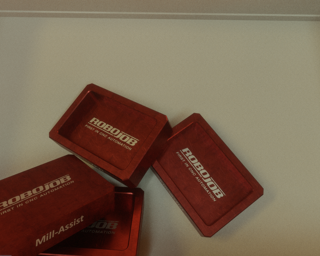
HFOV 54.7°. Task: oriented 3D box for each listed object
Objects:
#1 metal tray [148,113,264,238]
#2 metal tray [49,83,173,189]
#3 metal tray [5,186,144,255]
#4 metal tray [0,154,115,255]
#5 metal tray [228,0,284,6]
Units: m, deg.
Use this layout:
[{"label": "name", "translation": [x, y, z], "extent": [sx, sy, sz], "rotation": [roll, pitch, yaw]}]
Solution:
[{"label": "metal tray", "translation": [0.050, 0.056, 0.386], "extent": [0.090, 0.030, 0.130], "rotation": [-35, 74, -12]}, {"label": "metal tray", "translation": [-0.062, 0.005, 0.385], "extent": [0.130, 0.030, 0.090], "rotation": [25, 71, 26]}, {"label": "metal tray", "translation": [-0.086, 0.107, 0.344], "extent": [0.131, 0.030, 0.090], "rotation": [3, 39, 1]}, {"label": "metal tray", "translation": [-0.123, 0.078, 0.313], "extent": [0.131, 0.030, 0.090], "rotation": [-22, 36, -39]}, {"label": "metal tray", "translation": [0.151, -0.263, 0.506], "extent": [0.091, 0.030, 0.130], "rotation": [-4, 70, -2]}]
